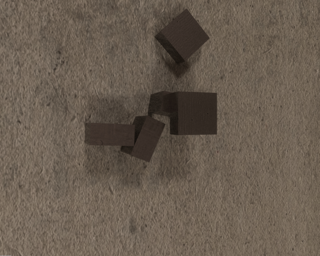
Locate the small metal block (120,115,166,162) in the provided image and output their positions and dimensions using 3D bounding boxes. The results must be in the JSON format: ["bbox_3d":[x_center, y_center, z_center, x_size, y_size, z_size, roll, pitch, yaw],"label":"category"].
[{"bbox_3d":[-0.022,0.013,0.388,0.025,0.050,0.050,26,82,-19],"label":"small metal block"}]

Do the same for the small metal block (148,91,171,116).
[{"bbox_3d":[0.017,-0.029,0.403,0.050,0.050,0.025,11,87,-20],"label":"small metal block"}]

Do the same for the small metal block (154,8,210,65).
[{"bbox_3d":[0.030,-0.123,0.421,0.050,0.025,0.050,-46,105,-15],"label":"small metal block"}]

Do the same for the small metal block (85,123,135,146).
[{"bbox_3d":[-0.062,0.007,0.374,0.050,0.050,0.025,2,89,-20],"label":"small metal block"}]

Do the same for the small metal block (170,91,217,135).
[{"bbox_3d":[0.040,-0.017,0.372,0.050,0.025,0.050,0,91,-21],"label":"small metal block"}]
